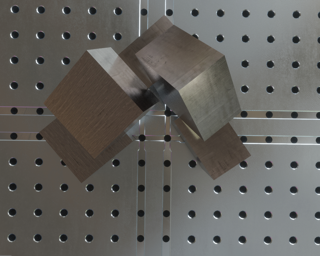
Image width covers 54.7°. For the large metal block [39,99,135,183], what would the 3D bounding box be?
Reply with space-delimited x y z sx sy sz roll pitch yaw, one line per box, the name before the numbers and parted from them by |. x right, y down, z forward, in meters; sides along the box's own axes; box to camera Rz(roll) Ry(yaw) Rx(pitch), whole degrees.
large metal block | -0.090 0.011 0.399 0.080 0.050 0.080 -39 91 0

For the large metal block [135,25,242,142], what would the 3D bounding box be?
large metal block | 0.030 -0.046 0.315 0.050 0.080 0.080 -39 48 -5

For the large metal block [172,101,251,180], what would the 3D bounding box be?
large metal block | 0.058 0.011 0.385 0.050 0.080 0.080 -34 90 0

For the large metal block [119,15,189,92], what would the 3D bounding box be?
large metal block | -0.009 -0.082 0.384 0.080 0.080 0.050 -41 91 0

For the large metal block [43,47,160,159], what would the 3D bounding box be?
large metal block | -0.062 -0.028 0.334 0.080 0.050 0.080 -42 91 25
